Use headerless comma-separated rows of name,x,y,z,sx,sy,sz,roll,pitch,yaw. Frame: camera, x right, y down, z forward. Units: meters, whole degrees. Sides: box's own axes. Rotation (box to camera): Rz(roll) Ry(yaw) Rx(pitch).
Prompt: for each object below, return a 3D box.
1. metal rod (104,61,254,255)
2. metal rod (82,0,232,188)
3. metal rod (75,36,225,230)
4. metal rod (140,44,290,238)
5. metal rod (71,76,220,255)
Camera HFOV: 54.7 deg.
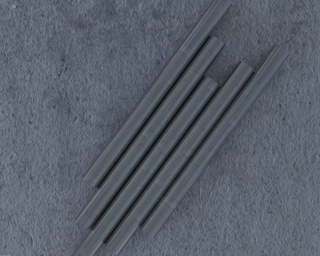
metal rod,0.026,0.039,0.411,0.025,0.025,0.299,36,90,-1
metal rod,-0.004,-0.049,0.411,0.025,0.025,0.299,36,90,-1
metal rod,-0.013,0.006,0.411,0.025,0.025,0.299,36,90,-1
metal rod,0.073,0.017,0.412,0.025,0.025,0.299,36,90,-1
metal rod,-0.020,0.059,0.411,0.025,0.025,0.299,36,90,-1
